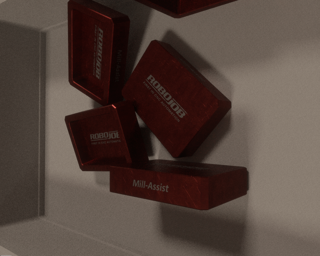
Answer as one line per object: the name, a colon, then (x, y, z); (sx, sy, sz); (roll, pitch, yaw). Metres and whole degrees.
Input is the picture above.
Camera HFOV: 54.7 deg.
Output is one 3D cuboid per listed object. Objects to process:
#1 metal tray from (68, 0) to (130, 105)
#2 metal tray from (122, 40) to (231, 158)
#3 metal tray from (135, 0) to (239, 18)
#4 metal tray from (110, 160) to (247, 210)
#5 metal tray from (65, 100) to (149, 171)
metal tray: (-0.090, -0.105, 0.440); (0.090, 0.030, 0.129); (32, 130, 27)
metal tray: (0.014, -0.038, 0.390); (0.130, 0.030, 0.089); (50, 119, 28)
metal tray: (0.043, -0.158, 0.327); (0.130, 0.091, 0.030); (-2, 89, 39)
metal tray: (0.019, 0.058, 0.347); (0.130, 0.091, 0.030); (0, 90, 39)
metal tray: (-0.080, 0.015, 0.444); (0.130, 0.030, 0.089); (-8, 101, 45)
